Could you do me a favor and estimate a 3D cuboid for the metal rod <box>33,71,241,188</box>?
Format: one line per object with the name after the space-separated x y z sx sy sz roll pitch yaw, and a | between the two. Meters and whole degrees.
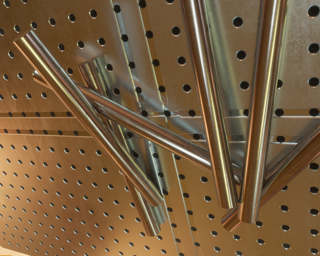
-0.025 -0.003 0.401 0.301 0.025 0.025 28 128 2 | metal rod

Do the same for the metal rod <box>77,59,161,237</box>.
-0.054 0.044 0.467 0.025 0.025 0.299 -4 117 30 | metal rod

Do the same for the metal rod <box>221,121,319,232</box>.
0.156 0.036 0.351 0.025 0.025 0.298 34 129 6 | metal rod

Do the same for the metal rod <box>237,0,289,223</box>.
0.106 -0.024 0.323 0.025 0.025 0.298 10 118 23 | metal rod

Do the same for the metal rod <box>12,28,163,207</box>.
-0.074 0.008 0.404 0.025 0.025 0.300 -9 130 32 | metal rod

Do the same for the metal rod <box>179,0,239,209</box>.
0.051 -0.045 0.336 0.025 0.025 0.298 -3 111 29 | metal rod
